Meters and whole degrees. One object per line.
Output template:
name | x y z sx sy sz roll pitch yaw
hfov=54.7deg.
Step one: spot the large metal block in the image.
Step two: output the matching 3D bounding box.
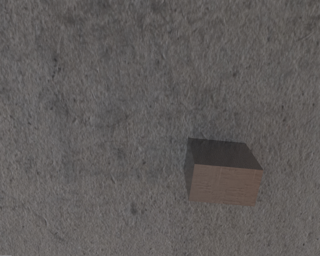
large metal block | 0.077 0.054 0.402 0.081 0.080 0.050 5 110 -3
